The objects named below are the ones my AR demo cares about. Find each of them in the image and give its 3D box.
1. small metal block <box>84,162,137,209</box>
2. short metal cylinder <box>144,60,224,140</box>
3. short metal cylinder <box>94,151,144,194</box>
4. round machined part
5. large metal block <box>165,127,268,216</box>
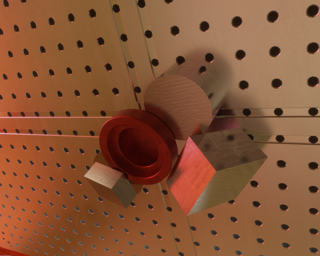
[{"bbox_3d":[-0.065,0.076,0.412,0.050,0.025,0.050,15,145,34],"label":"small metal block"},{"bbox_3d":[0.029,-0.033,0.360,0.080,0.050,0.079,13,124,21],"label":"short metal cylinder"},{"bbox_3d":[-0.049,0.053,0.453,0.080,0.050,0.079,13,124,21],"label":"short metal cylinder"},{"bbox_3d":[-0.023,0.020,0.386,0.098,0.042,0.097,13,124,21],"label":"round machined part"},{"bbox_3d":[0.064,0.050,0.364,0.050,0.081,0.079,55,138,34],"label":"large metal block"}]
